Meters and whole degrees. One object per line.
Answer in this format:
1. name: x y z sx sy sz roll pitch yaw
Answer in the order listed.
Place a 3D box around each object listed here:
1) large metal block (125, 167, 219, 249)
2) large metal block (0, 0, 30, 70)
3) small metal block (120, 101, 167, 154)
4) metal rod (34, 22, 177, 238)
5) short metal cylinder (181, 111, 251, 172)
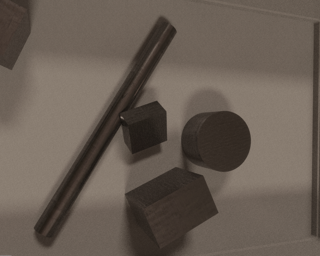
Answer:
1. large metal block: 0.011 0.094 0.387 0.081 0.080 0.050 -25 99 -19
2. large metal block: -0.184 -0.106 0.313 0.080 0.080 0.050 25 82 -19
3. small metal block: -0.019 -0.001 0.391 0.050 0.025 0.050 -21 136 -19
4. metal rod: -0.062 -0.006 0.388 0.025 0.025 0.300 33 79 -17
5. short metal cylinder: 0.076 0.017 0.427 0.081 0.050 0.079 0 90 -20
